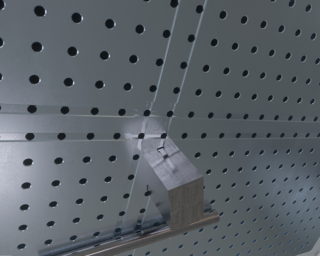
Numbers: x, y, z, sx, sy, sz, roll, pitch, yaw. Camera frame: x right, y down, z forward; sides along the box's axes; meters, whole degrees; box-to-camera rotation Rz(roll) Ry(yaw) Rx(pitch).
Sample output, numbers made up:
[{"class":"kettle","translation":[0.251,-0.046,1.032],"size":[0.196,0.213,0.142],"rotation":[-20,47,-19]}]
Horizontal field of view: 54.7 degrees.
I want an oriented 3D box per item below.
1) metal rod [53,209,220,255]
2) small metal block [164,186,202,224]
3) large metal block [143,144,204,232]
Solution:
[{"class":"metal rod","translation":[-0.035,0.181,0.504],"size":[0.303,0.025,0.025],"rotation":[-9,122,-24]},{"class":"small metal block","translation":[0.038,0.125,0.498],"size":[0.050,0.025,0.050],"rotation":[-34,153,-6]},{"class":"large metal block","translation":[0.019,0.083,0.438],"size":[0.050,0.080,0.079],"rotation":[-18,126,-18]}]
